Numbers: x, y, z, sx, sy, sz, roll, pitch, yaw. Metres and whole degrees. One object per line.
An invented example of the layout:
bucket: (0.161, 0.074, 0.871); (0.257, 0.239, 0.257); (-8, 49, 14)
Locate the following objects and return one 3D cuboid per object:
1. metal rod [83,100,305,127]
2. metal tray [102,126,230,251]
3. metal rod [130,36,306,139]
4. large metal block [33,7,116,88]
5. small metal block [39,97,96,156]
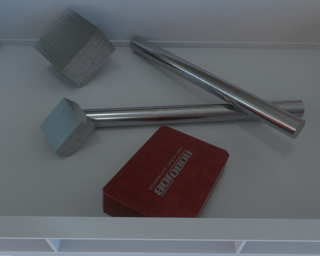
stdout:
metal rod: (0.044, -0.019, 0.421); (0.302, 0.025, 0.025); (-3, 50, -3)
metal tray: (0.011, 0.055, 0.336); (0.090, 0.030, 0.131); (23, 40, 18)
metal rod: (0.060, -0.071, 0.441); (0.025, 0.025, 0.300); (-35, 51, -26)
large metal block: (-0.129, -0.122, 0.469); (0.080, 0.050, 0.080); (40, 88, 28)
small metal block: (-0.117, -0.001, 0.389); (0.050, 0.025, 0.050); (-47, 58, 9)
